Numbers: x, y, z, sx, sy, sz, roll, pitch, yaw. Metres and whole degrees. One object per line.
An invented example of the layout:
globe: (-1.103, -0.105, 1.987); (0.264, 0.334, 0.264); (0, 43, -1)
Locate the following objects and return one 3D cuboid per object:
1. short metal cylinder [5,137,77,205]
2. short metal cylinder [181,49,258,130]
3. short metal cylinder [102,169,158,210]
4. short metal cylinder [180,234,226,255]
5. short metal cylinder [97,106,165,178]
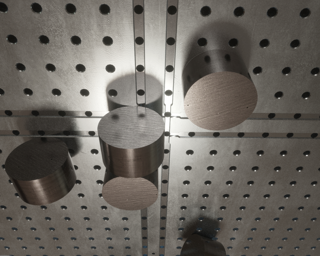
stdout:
short metal cylinder: (-0.160, 0.057, 0.422); (0.081, 0.080, 0.050); (-2, 130, 1)
short metal cylinder: (0.066, -0.043, 0.359); (0.081, 0.050, 0.079); (-1, 130, 0)
short metal cylinder: (-0.043, 0.078, 0.462); (0.081, 0.050, 0.079); (0, 130, 0)
short metal cylinder: (0.081, 0.250, 0.590); (0.050, 0.080, 0.080); (25, 125, -20)
short metal cylinder: (-0.035, 0.016, 0.389); (0.081, 0.080, 0.050); (0, 130, -1)
